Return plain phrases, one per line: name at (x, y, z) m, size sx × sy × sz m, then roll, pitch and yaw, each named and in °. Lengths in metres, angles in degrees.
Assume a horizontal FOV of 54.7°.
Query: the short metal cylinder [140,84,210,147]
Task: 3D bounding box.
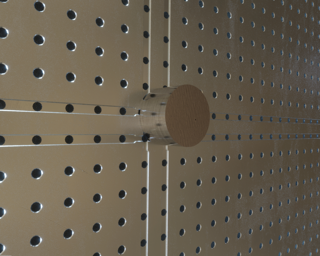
short metal cylinder at (0.021, -0.016, 0.412) m, size 0.081 × 0.050 × 0.079 m, roll 0°, pitch 90°, yaw -40°
